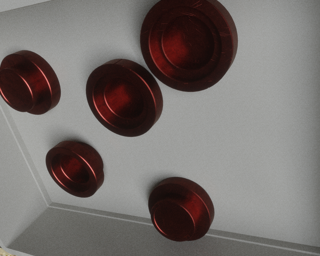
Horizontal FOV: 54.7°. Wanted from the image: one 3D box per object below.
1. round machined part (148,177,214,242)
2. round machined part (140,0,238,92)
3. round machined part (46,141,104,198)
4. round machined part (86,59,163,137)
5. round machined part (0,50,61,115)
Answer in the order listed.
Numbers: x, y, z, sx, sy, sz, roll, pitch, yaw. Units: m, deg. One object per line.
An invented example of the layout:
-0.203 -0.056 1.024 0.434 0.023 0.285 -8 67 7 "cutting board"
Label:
0.026 0.125 0.451 0.098 0.042 0.097 10 114 23 "round machined part"
0.032 -0.090 0.324 0.098 0.042 0.097 13 124 20 "round machined part"
-0.132 0.062 0.503 0.098 0.042 0.097 13 124 20 "round machined part"
-0.041 -0.041 0.392 0.098 0.042 0.097 13 124 20 "round machined part"
-0.202 -0.063 0.463 0.098 0.042 0.097 13 124 20 "round machined part"
